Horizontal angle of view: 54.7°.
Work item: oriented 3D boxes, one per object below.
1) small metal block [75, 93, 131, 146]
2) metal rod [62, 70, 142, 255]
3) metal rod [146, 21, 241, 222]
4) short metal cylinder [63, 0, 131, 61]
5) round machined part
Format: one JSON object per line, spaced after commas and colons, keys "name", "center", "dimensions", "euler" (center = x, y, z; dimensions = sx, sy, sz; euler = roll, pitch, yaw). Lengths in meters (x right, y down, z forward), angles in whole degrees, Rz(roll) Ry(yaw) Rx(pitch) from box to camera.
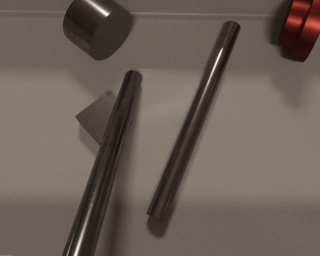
{"name": "small metal block", "center": [-0.075, -0.009, 0.412], "dimensions": [0.050, 0.025, 0.050], "euler": [-41, 75, -14]}
{"name": "metal rod", "center": [-0.055, 0.032, 0.330], "dimensions": [0.025, 0.025, 0.300], "euler": [7, 44, 2]}
{"name": "metal rod", "center": [0.052, -0.023, 0.418], "dimensions": [0.025, 0.025, 0.300], "euler": [21, 71, 7]}
{"name": "short metal cylinder", "center": [-0.086, -0.142, 0.431], "dimensions": [0.050, 0.080, 0.080], "euler": [39, 74, 12]}
{"name": "round machined part", "center": [0.193, -0.143, 0.426], "dimensions": [0.042, 0.098, 0.098], "euler": [19, 71, 13]}
